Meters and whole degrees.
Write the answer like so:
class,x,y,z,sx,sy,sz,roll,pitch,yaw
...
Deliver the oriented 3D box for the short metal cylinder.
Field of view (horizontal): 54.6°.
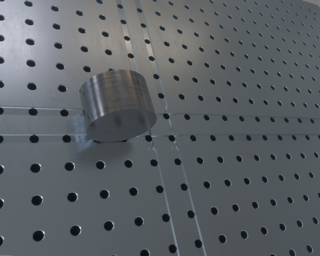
class,x,y,z,sx,sy,sz,roll,pitch,yaw
short metal cylinder,-0.049,-0.023,0.360,0.081,0.080,0.050,-3,63,-29
